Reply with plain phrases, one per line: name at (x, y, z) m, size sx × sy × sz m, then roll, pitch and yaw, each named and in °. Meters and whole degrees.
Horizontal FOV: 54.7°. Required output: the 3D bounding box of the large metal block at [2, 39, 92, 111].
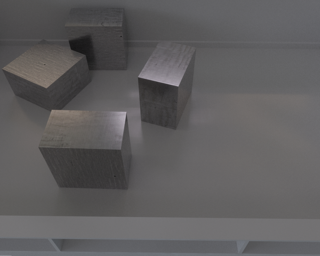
large metal block at (-0.161, -0.077, 0.452) m, size 0.080 × 0.050 × 0.080 m, roll 23°, pitch 54°, yaw 18°

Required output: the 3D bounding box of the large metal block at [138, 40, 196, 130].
large metal block at (0.011, -0.058, 0.418) m, size 0.050 × 0.080 × 0.080 m, roll 15°, pitch 52°, yaw 12°

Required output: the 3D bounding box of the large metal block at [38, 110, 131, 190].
large metal block at (-0.077, 0.026, 0.347) m, size 0.080 × 0.080 × 0.050 m, roll 2°, pitch 50°, yaw 1°

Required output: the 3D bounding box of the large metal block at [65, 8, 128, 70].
large metal block at (-0.094, -0.137, 0.484) m, size 0.081 × 0.080 × 0.050 m, roll 0°, pitch 50°, yaw 0°
